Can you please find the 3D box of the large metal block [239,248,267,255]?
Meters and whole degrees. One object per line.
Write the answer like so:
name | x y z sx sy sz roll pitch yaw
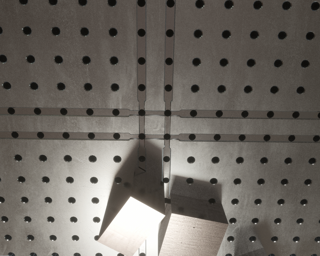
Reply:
large metal block | 0.160 0.251 0.479 0.050 0.080 0.080 -22 109 7

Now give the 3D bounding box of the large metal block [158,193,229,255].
large metal block | 0.045 0.151 0.456 0.081 0.050 0.079 13 110 -5

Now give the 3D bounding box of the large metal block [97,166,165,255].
large metal block | -0.037 0.112 0.425 0.050 0.080 0.080 32 107 -12
